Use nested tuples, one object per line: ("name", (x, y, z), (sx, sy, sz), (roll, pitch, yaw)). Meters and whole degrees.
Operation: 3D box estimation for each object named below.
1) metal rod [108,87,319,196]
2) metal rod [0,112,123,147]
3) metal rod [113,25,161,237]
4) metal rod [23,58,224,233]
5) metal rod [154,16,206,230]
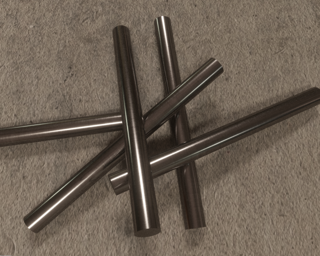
("metal rod", (0.082, 0.009, 0.385), (0.302, 0.025, 0.025), (-22, 72, -16))
("metal rod", (-0.186, 0.009, 0.402), (0.302, 0.025, 0.025), (-8, 70, -4))
("metal rod", (-0.035, -0.022, 0.374), (0.025, 0.025, 0.299), (-9, 55, -4))
("metal rod", (-0.039, 0.016, 0.383), (0.301, 0.025, 0.025), (-41, 75, -7))
("metal rod", (0.023, -0.021, 0.416), (0.025, 0.025, 0.299), (-7, 70, -3))
